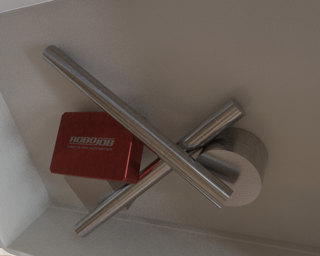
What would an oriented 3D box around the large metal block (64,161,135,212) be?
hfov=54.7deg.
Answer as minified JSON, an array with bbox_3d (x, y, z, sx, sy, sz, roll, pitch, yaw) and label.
[{"bbox_3d":[-0.088,0.086,0.484,0.080,0.050,0.080,-21,108,35],"label":"large metal block"}]

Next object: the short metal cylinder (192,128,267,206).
[{"bbox_3d":[0.085,0.047,0.373,0.080,0.050,0.079,13,124,20],"label":"short metal cylinder"}]

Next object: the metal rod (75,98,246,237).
[{"bbox_3d":[-0.015,0.065,0.406,0.299,0.025,0.025,-41,95,25],"label":"metal rod"}]

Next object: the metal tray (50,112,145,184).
[{"bbox_3d":[-0.086,0.024,0.426,0.130,0.030,0.090,1,75,29],"label":"metal tray"}]

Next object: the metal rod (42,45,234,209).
[{"bbox_3d":[-0.039,-0.012,0.380,0.300,0.025,0.025,39,130,17],"label":"metal rod"}]
